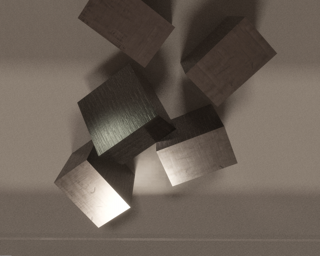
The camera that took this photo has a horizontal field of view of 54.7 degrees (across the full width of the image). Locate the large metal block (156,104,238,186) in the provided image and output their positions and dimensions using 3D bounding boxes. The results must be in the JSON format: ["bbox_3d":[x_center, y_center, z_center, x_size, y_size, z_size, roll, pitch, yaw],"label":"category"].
[{"bbox_3d":[0.042,0.018,0.389,0.080,0.080,0.050,-21,111,7],"label":"large metal block"}]

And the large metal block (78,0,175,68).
[{"bbox_3d":[-0.033,-0.116,0.339,0.080,0.080,0.050,35,106,-12],"label":"large metal block"}]

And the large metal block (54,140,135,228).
[{"bbox_3d":[-0.080,0.066,0.405,0.050,0.080,0.080,-35,107,12],"label":"large metal block"}]

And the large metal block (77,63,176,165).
[{"bbox_3d":[-0.041,-0.015,0.369,0.080,0.080,0.050,-35,151,11],"label":"large metal block"}]

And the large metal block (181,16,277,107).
[{"bbox_3d":[0.072,-0.079,0.354,0.080,0.080,0.050,-43,105,14],"label":"large metal block"}]
